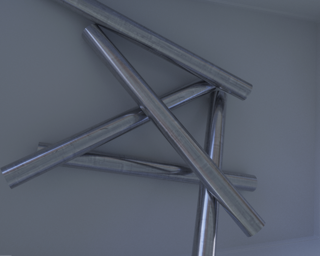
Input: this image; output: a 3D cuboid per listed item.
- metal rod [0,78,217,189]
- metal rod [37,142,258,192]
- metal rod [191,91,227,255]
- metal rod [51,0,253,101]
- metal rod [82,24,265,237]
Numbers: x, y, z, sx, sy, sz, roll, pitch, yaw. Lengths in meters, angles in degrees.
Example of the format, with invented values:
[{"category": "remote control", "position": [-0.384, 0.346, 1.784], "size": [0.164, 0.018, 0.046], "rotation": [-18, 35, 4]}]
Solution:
[{"category": "metal rod", "position": [-0.035, -0.010, 0.380], "size": [0.302, 0.025, 0.025], "rotation": [-27, 99, -24]}, {"category": "metal rod", "position": [-0.003, 0.055, 0.409], "size": [0.302, 0.025, 0.025], "rotation": [11, 87, -20]}, {"category": "metal rod", "position": [0.058, 0.078, 0.363], "size": [0.025, 0.025, 0.300], "rotation": [24, 55, -18]}, {"category": "metal rod", "position": [-0.016, -0.111, 0.387], "size": [0.301, 0.025, 0.025], "rotation": [25, 82, -12]}, {"category": "metal rod", "position": [0.009, -0.005, 0.357], "size": [0.025, 0.025, 0.300], "rotation": [-37, 80, -16]}]
